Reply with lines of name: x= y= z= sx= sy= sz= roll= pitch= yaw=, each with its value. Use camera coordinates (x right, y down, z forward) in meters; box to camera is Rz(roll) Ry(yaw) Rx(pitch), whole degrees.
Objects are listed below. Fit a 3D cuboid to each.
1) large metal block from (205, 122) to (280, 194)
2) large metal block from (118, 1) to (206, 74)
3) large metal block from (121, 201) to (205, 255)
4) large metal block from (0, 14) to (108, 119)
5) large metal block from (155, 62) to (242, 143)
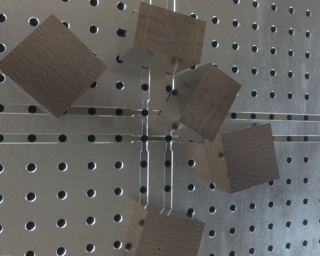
large metal block: x=0.115 y=0.039 z=0.441 sx=0.081 sy=0.050 sz=0.080 roll=-13 pitch=94 yaw=-20
large metal block: x=-0.001 y=-0.106 z=0.383 sx=0.081 sy=0.080 sz=0.050 roll=10 pitch=87 yaw=-20
large metal block: x=0.002 y=0.148 z=0.400 sx=0.080 sy=0.050 sz=0.080 roll=18 pitch=84 yaw=-19
large metal block: x=-0.120 y=-0.066 z=0.355 sx=0.080 sy=0.050 sz=0.080 roll=44 pitch=76 yaw=-15
large metal block: x=0.047 y=-0.030 z=0.400 sx=0.050 sy=0.080 sz=0.080 roll=32 pitch=80 yaw=-17
